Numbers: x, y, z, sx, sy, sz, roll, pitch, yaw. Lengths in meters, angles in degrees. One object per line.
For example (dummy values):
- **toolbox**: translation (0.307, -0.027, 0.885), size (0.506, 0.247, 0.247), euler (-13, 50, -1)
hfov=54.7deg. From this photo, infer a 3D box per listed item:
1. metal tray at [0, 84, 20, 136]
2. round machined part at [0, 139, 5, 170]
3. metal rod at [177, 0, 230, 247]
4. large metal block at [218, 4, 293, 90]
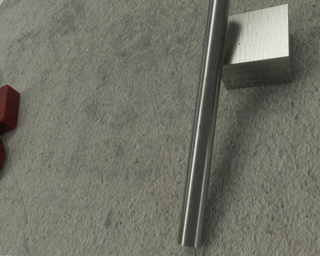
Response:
- **metal tray**: translation (-0.329, -0.017, 0.584), size (0.130, 0.030, 0.090), euler (-24, 53, 13)
- **round machined part**: translation (-0.313, 0.051, 0.516), size (0.098, 0.042, 0.098), euler (-8, 68, 20)
- **metal rod**: translation (0.052, -0.026, 0.345), size (0.025, 0.025, 0.299), euler (2, 77, 29)
- **large metal block**: translation (0.119, -0.098, 0.386), size (0.080, 0.050, 0.080), euler (-3, 60, 26)
